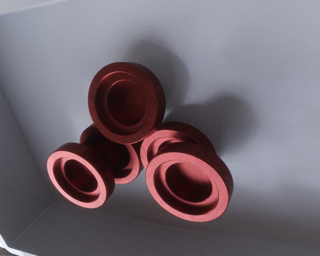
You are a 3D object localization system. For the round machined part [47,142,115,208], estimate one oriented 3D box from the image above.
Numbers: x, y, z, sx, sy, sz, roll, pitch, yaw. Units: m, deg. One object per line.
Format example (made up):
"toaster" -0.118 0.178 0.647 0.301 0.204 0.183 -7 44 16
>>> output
"round machined part" -0.105 0.061 0.435 0.098 0.042 0.097 13 124 21

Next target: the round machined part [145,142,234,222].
"round machined part" 0.036 0.057 0.358 0.098 0.042 0.097 13 124 21

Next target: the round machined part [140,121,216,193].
"round machined part" 0.027 0.034 0.403 0.098 0.042 0.097 13 124 21

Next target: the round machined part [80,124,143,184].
"round machined part" -0.063 0.029 0.447 0.098 0.042 0.097 13 124 21

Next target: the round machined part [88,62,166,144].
"round machined part" -0.037 -0.032 0.383 0.098 0.042 0.097 6 103 26
